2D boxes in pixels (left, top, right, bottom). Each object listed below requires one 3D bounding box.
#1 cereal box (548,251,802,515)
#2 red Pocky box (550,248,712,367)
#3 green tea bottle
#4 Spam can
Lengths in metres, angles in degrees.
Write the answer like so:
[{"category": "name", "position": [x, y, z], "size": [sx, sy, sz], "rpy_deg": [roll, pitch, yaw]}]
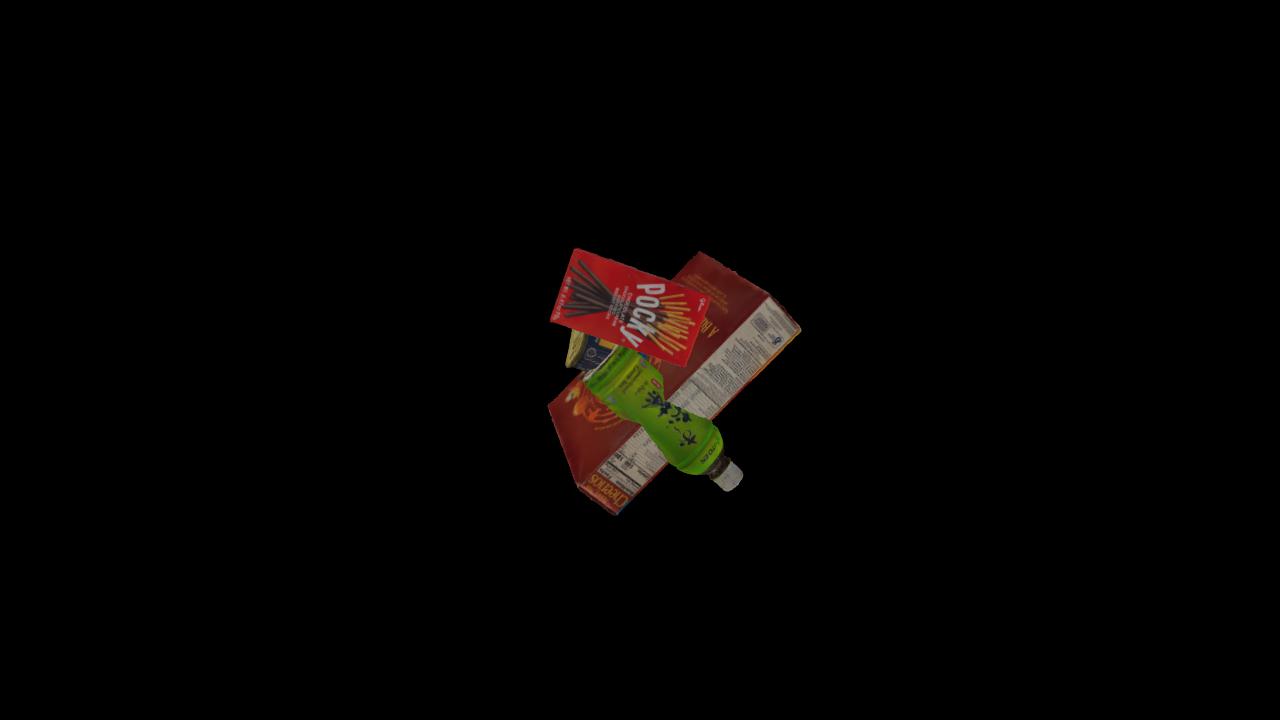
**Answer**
[{"category": "cereal box", "position": [0.026, 0.017, 0.768], "size": [0.081, 0.306, 0.203], "rpy_deg": [41, 5, -28]}, {"category": "red Pocky box", "position": [-0.009, -0.055, 0.652], "size": [0.155, 0.083, 0.028], "rpy_deg": [19, 9, -5]}, {"category": "green tea bottle", "position": [0.034, 0.070, 0.699], "size": [0.212, 0.073, 0.073], "rpy_deg": [41, -6, -7]}, {"category": "Spam can", "position": [-0.035, -0.027, 0.732], "size": [0.085, 0.101, 0.058], "rpy_deg": [19, -38, -18]}]
